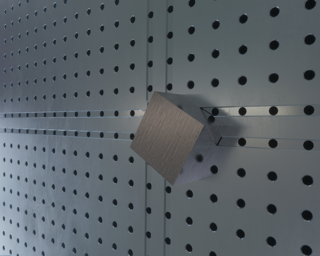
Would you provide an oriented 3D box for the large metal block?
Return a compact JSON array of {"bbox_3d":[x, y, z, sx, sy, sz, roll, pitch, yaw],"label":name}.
[{"bbox_3d":[0.020,0.011,0.377,0.080,0.050,0.079,38,113,33],"label":"large metal block"}]
